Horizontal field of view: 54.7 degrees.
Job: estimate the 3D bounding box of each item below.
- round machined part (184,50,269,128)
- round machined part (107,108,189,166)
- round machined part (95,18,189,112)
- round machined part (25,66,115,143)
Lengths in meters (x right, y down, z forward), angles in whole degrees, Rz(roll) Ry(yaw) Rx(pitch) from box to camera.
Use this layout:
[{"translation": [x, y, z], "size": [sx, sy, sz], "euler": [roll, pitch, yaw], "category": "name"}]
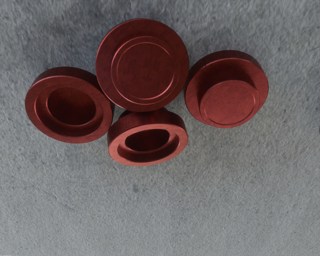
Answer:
[{"translation": [0.078, -0.038, 0.365], "size": [0.099, 0.042, 0.097], "euler": [-1, 130, 0], "category": "round machined part"}, {"translation": [-0.017, 0.006, 0.389], "size": [0.099, 0.042, 0.098], "euler": [-9, 146, -6], "category": "round machined part"}, {"translation": [-0.017, -0.062, 0.322], "size": [0.099, 0.042, 0.097], "euler": [-4, 111, -9], "category": "round machined part"}, {"translation": [-0.103, -0.031, 0.368], "size": [0.099, 0.042, 0.097], "euler": [0, 130, 0], "category": "round machined part"}]
